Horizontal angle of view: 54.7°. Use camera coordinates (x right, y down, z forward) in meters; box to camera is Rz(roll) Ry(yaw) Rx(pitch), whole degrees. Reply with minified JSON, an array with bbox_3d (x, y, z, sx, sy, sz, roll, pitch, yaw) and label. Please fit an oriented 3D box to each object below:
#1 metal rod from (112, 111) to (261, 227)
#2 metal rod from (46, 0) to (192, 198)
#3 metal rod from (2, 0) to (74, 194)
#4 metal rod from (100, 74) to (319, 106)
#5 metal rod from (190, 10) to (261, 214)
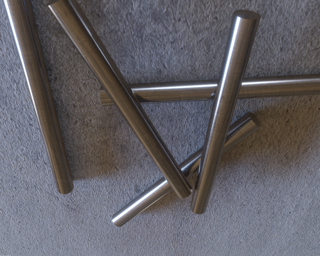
[{"bbox_3d":[0.024,0.075,0.471,0.025,0.025,0.299,33,123,-25],"label":"metal rod"},{"bbox_3d":[-0.027,-0.011,0.362,0.025,0.025,0.299,-19,128,16],"label":"metal rod"},{"bbox_3d":[-0.143,-0.020,0.388,0.025,0.025,0.298,1,130,-1],"label":"metal rod"},{"bbox_3d":[0.082,-0.046,0.368,0.302,0.025,0.025,-3,130,2],"label":"metal rod"},{"bbox_3d":[0.069,0.009,0.380,0.025,0.025,0.298,3,130,-3],"label":"metal rod"}]
